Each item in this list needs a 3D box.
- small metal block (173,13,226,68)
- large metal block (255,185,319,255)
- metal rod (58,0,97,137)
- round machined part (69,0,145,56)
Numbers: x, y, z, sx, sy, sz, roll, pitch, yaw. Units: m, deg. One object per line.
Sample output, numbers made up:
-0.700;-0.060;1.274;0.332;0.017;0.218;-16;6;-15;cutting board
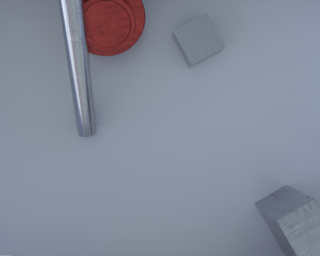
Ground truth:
0.051;-0.115;0.412;0.050;0.025;0.050;-28;90;-1;small metal block
0.172;0.126;0.386;0.050;0.080;0.080;-30;90;0;large metal block
-0.093;-0.119;0.331;0.025;0.025;0.298;1;123;0;metal rod
-0.066;-0.132;0.376;0.099;0.042;0.097;-8;129;-9;round machined part
